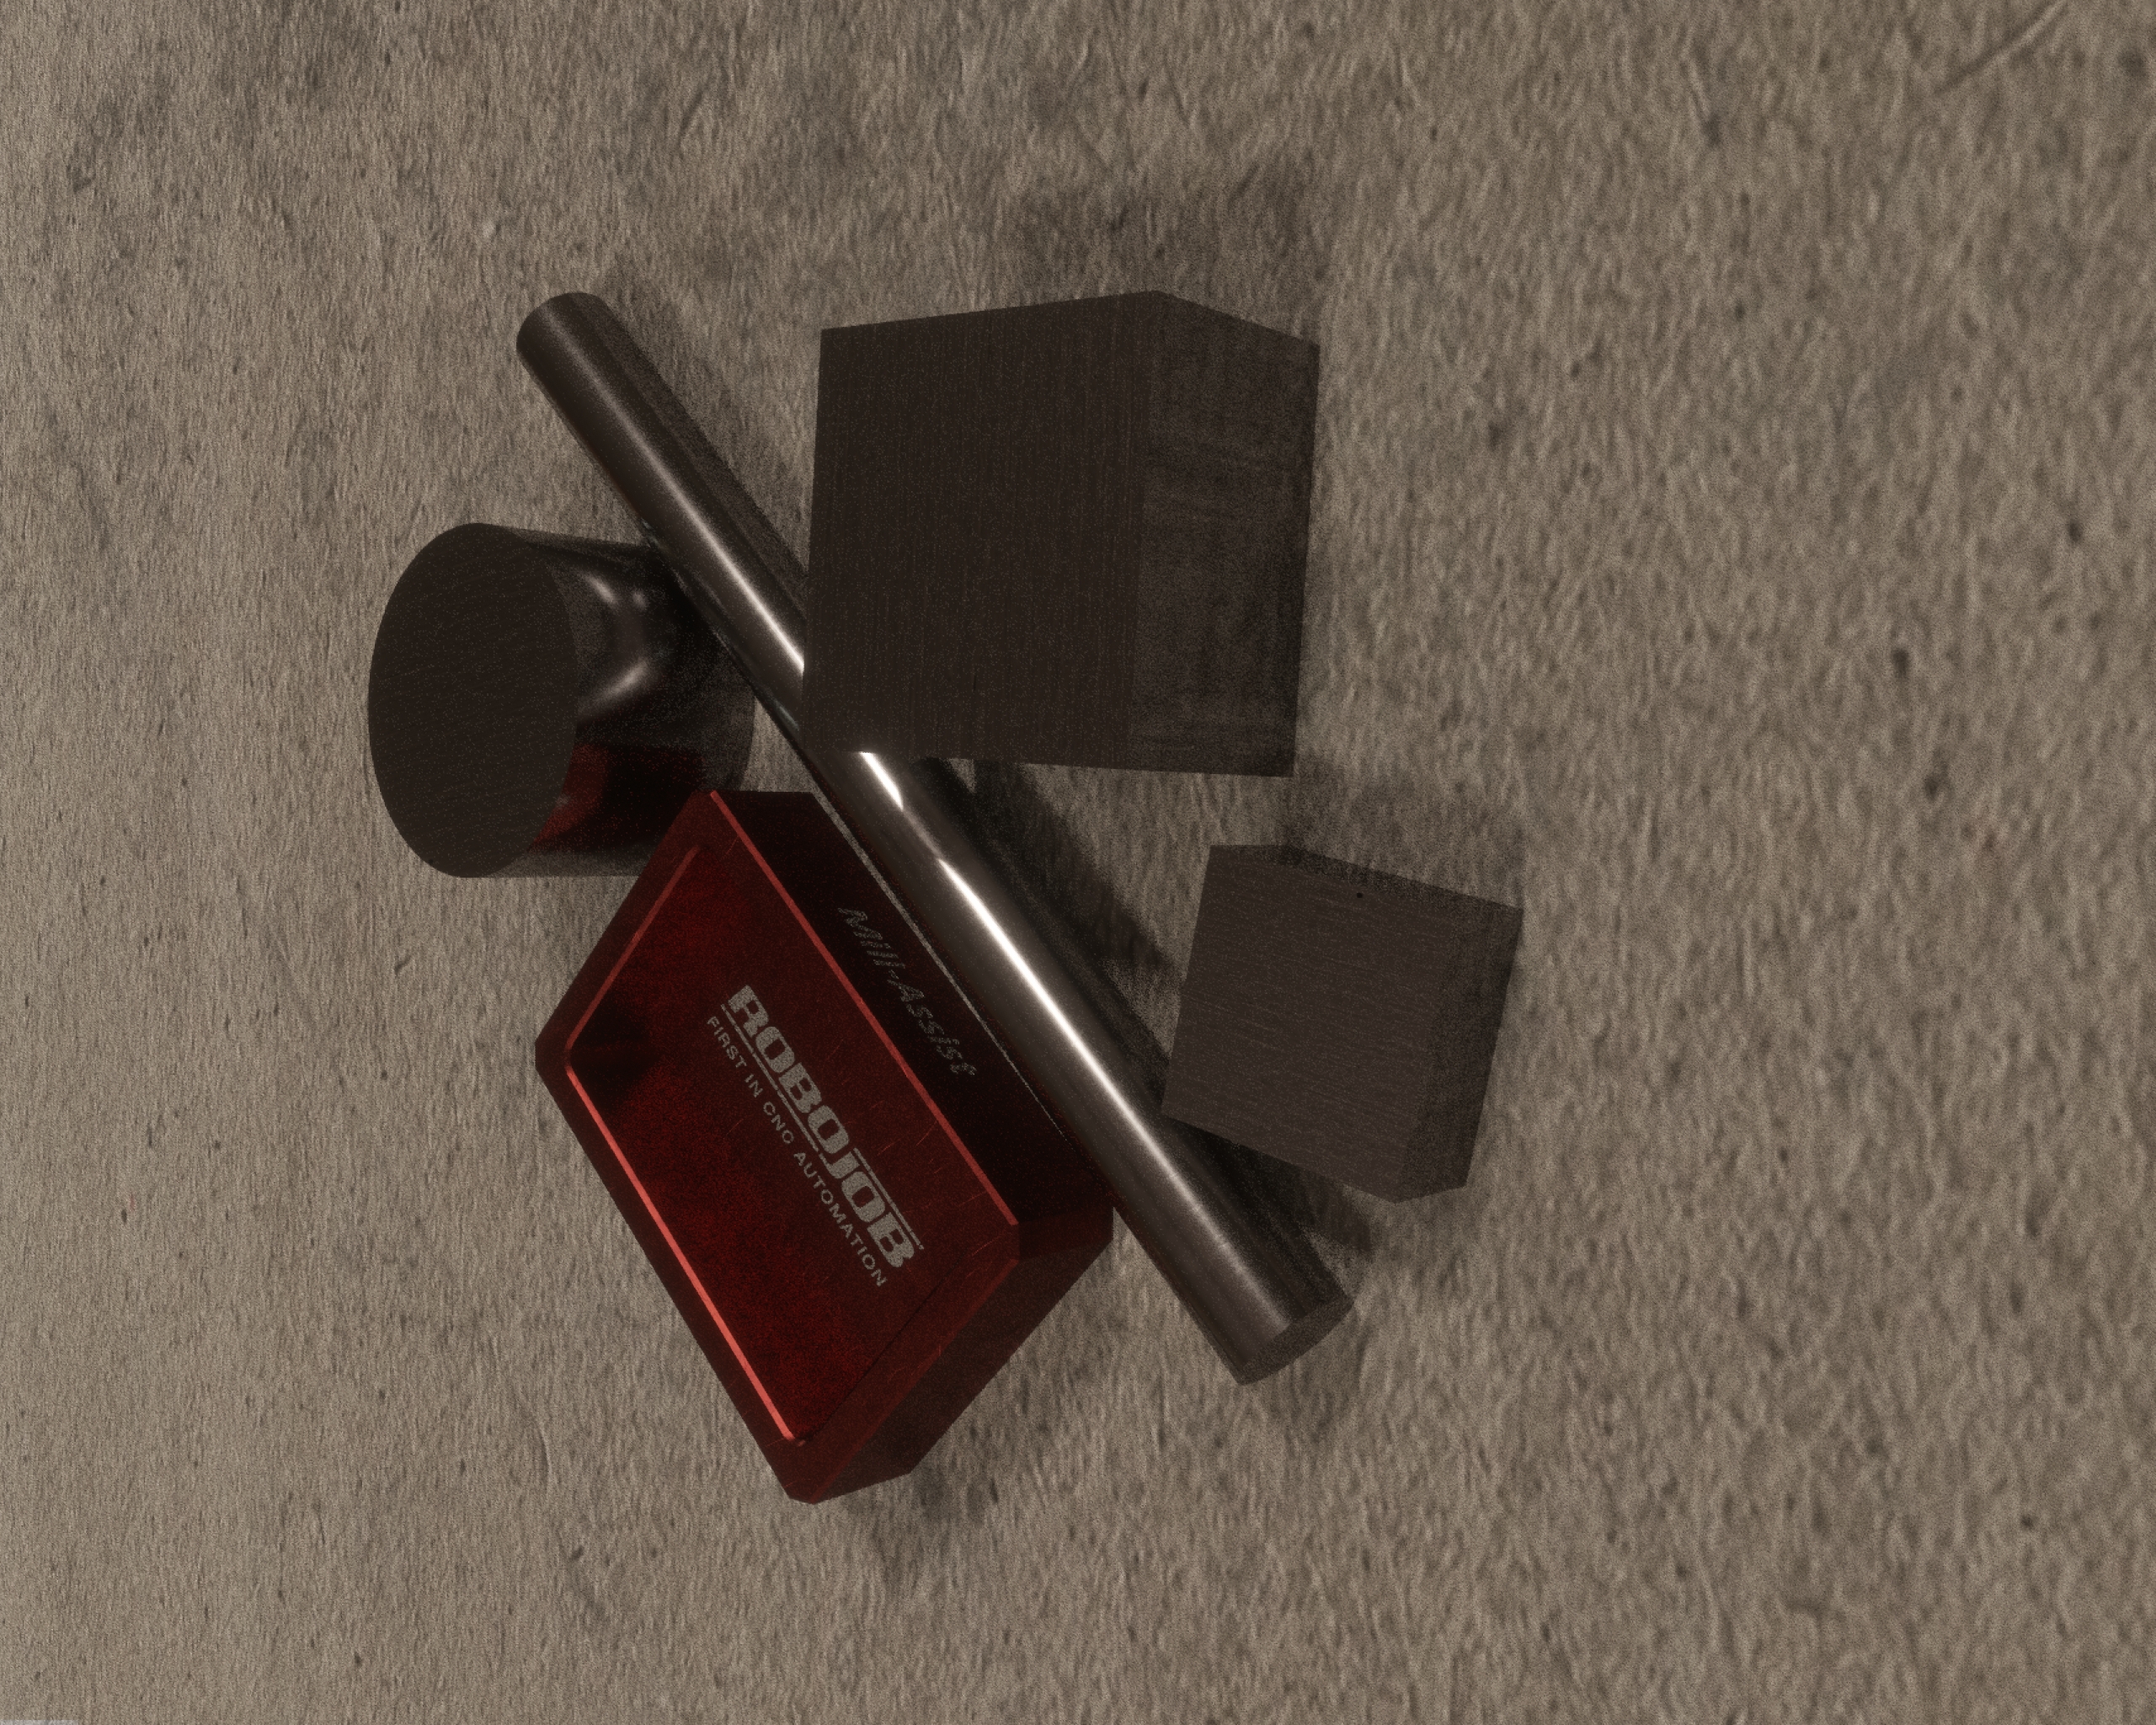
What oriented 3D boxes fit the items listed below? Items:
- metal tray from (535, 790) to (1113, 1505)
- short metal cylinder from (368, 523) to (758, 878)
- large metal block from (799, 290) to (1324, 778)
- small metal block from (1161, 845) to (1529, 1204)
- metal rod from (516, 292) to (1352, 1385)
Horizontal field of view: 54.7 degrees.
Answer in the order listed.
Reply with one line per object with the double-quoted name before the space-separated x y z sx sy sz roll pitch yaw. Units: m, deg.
"metal tray" -0.060 0.058 0.450 0.130 0.030 0.090 52 120 27
"short metal cylinder" -0.121 -0.036 0.487 0.080 0.050 0.079 0 90 39
"large metal block" -0.004 -0.058 0.392 0.080 0.050 0.079 6 94 39
"small metal block" 0.046 0.027 0.367 0.050 0.025 0.050 17 101 38
"metal rod" -0.043 -0.021 0.439 0.025 0.025 0.300 -52 60 27
